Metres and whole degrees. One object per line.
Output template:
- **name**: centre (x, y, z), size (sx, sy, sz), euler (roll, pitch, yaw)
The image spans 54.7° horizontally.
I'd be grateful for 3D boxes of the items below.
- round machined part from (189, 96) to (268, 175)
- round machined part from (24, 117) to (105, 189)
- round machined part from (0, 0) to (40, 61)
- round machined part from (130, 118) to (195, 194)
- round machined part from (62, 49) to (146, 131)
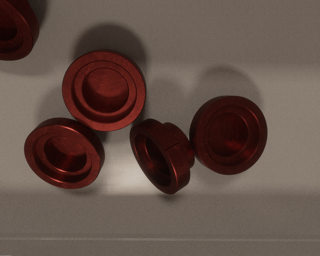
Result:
- **round machined part**: centre (0.083, 0.007, 0.395), size (0.099, 0.042, 0.097), euler (-2, 97, -17)
- **round machined part**: centre (-0.120, 0.029, 0.404), size (0.099, 0.042, 0.097), euler (3, 120, 6)
- **round machined part**: centre (-0.181, -0.124, 0.338), size (0.099, 0.042, 0.098), euler (5, 146, 4)
- **round machined part**: centre (0.006, 0.031, 0.394), size (0.042, 0.098, 0.097), euler (-29, 112, -26)
- **round machined part**: centre (-0.066, -0.048, 0.384), size (0.099, 0.042, 0.097), euler (0, 110, -1)
